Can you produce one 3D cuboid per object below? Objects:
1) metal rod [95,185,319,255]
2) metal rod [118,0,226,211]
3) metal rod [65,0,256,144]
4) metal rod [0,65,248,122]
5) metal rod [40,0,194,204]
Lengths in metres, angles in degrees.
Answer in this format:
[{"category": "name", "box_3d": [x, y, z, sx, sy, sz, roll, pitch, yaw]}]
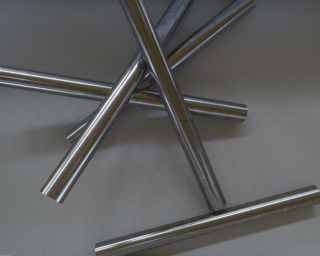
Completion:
[{"category": "metal rod", "box_3d": [0.064, 0.127, 0.412, 0.302, 0.025, 0.025, -15, 90, -1]}, {"category": "metal rod", "box_3d": [0.018, -0.027, 0.370, 0.025, 0.025, 0.299, -24, 107, 0]}, {"category": "metal rod", "box_3d": [0.001, -0.076, 0.411, 0.300, 0.025, 0.025, -38, 90, -1]}, {"category": "metal rod", "box_3d": [-0.036, -0.040, 0.385, 0.302, 0.025, 0.025, 8, 90, -11]}, {"category": "metal rod", "box_3d": [-0.037, -0.052, 0.361, 0.025, 0.025, 0.300, 31, 69, 0]}]
